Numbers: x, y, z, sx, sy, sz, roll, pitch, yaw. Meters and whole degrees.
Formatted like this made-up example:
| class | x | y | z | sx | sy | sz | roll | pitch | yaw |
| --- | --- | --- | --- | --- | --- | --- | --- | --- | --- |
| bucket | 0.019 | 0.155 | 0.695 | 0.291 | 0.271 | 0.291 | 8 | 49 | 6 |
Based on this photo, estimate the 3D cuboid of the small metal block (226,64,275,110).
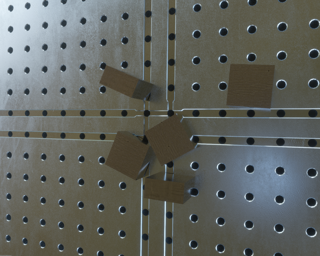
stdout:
| class | x | y | z | sx | sy | sz | roll | pitch | yaw |
| --- | --- | --- | --- | --- | --- | --- | --- | --- | --- |
| small metal block | 0.110 | -0.049 | 0.374 | 0.050 | 0.025 | 0.050 | 6 | 92 | 20 |

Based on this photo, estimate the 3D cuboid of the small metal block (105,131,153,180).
| class | x | y | z | sx | sy | sz | roll | pitch | yaw |
| --- | --- | --- | --- | --- | --- | --- | --- | --- | --- |
| small metal block | -0.040 | 0.037 | 0.427 | 0.050 | 0.025 | 0.050 | 24 | 98 | 18 |

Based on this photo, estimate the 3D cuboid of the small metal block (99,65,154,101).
| class | x | y | z | sx | sy | sz | roll | pitch | yaw |
| --- | --- | --- | --- | --- | --- | --- | --- | --- | --- |
| small metal block | -0.044 | -0.059 | 0.415 | 0.050 | 0.050 | 0.025 | 26 | 99 | 18 |

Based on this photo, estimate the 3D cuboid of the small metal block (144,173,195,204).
| class | x | y | z | sx | sy | sz | roll | pitch | yaw |
| --- | --- | --- | --- | --- | --- | --- | --- | --- | --- |
| small metal block | 0.013 | 0.075 | 0.395 | 0.050 | 0.050 | 0.025 | 4 | 92 | 20 |

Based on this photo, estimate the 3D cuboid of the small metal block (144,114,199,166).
| class | x | y | z | sx | sy | sz | roll | pitch | yaw |
| --- | --- | --- | --- | --- | --- | --- | --- | --- | --- |
| small metal block | 0.015 | 0.015 | 0.408 | 0.050 | 0.025 | 0.050 | -30 | 80 | 17 |
